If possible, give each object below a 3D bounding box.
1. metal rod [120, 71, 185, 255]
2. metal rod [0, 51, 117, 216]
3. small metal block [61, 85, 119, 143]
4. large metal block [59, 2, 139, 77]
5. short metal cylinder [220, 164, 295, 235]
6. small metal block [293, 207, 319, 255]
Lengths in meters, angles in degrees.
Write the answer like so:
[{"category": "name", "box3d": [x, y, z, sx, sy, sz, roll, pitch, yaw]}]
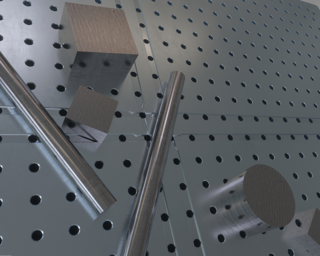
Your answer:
[{"category": "metal rod", "box3d": [-0.004, 0.040, 0.381, 0.025, 0.025, 0.300, 25, 53, -14]}, {"category": "metal rod", "box3d": [-0.150, -0.030, 0.345, 0.025, 0.025, 0.300, -34, 81, -38]}, {"category": "small metal block", "box3d": [-0.083, -0.017, 0.374, 0.050, 0.025, 0.050, 23, 53, -15]}, {"category": "large metal block", "box3d": [-0.085, -0.116, 0.418, 0.081, 0.050, 0.080, -5, 64, -30]}, {"category": "short metal cylinder", "box3d": [0.126, 0.094, 0.403, 0.081, 0.050, 0.080, 14, 56, -21]}, {"category": "small metal block", "box3d": [0.223, 0.150, 0.437, 0.050, 0.025, 0.050, 44, 51, 2]}]
